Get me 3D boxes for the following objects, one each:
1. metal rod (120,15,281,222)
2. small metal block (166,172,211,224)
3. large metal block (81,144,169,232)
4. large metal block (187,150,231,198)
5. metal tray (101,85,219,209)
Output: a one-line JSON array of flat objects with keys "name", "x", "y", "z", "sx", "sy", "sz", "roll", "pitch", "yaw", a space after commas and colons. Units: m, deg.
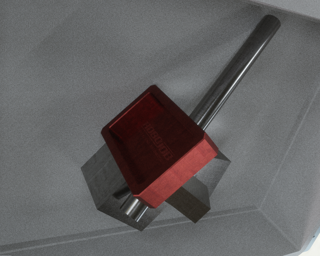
[{"name": "metal rod", "x": 0.056, "y": -0.022, "z": 0.367, "sx": 0.300, "sy": 0.025, "sz": 0.025, "roll": -52, "pitch": 131, "yaw": -13}, {"name": "small metal block", "x": 0.029, "y": 0.073, "z": 0.358, "sx": 0.050, "sy": 0.050, "sz": 0.025, "roll": 39, "pitch": 106, "yaw": -8}, {"name": "large metal block", "x": -0.045, "y": 0.074, "z": 0.395, "sx": 0.050, "sy": 0.080, "sz": 0.080, "roll": -45, "pitch": 130, "yaw": 3}, {"name": "large metal block", "x": 0.038, "y": 0.053, "z": 0.428, "sx": 0.050, "sy": 0.080, "sz": 0.080, "roll": 14, "pitch": 111, "yaw": -35}, {"name": "metal tray", "x": -0.008, "y": 0.013, "z": 0.344, "sx": 0.090, "sy": 0.130, "sz": 0.030, "roll": -41, "pitch": 129, "yaw": 1}]
